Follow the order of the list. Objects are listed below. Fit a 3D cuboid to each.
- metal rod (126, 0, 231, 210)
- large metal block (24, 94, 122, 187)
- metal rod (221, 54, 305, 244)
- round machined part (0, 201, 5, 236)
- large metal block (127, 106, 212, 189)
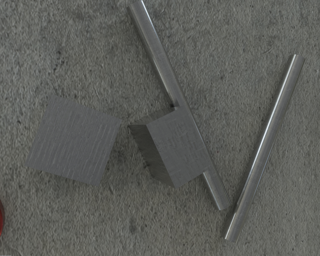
[{"bbox_3d":[0.029,-0.024,0.420,0.025,0.025,0.299,-27,99,-18],"label":"metal rod"},{"bbox_3d":[-0.100,0.014,0.359,0.080,0.050,0.080,21,83,-19],"label":"large metal block"},{"bbox_3d":[0.159,0.026,0.469,0.025,0.025,0.299,26,81,-19],"label":"metal rod"},{"bbox_3d":[-0.218,0.103,0.320,0.099,0.042,0.097,0,90,-21],"label":"round machined part"},{"bbox_3d":[0.009,0.021,0.384,0.050,0.080,0.080,-27,100,-18],"label":"large metal block"}]
